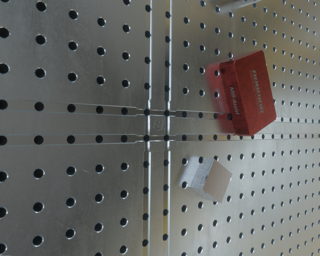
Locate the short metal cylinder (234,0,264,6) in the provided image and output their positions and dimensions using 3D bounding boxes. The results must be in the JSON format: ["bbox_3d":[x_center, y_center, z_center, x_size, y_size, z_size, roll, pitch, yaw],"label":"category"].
[{"bbox_3d":[0.159,-0.255,0.525,0.081,0.050,0.079,0,90,-40],"label":"short metal cylinder"}]

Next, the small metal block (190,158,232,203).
[{"bbox_3d":[0.080,0.080,0.476,0.050,0.025,0.050,39,66,-33],"label":"small metal block"}]

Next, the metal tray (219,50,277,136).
[{"bbox_3d":[0.155,-0.061,0.536,0.091,0.030,0.129,-27,107,-37],"label":"metal tray"}]
